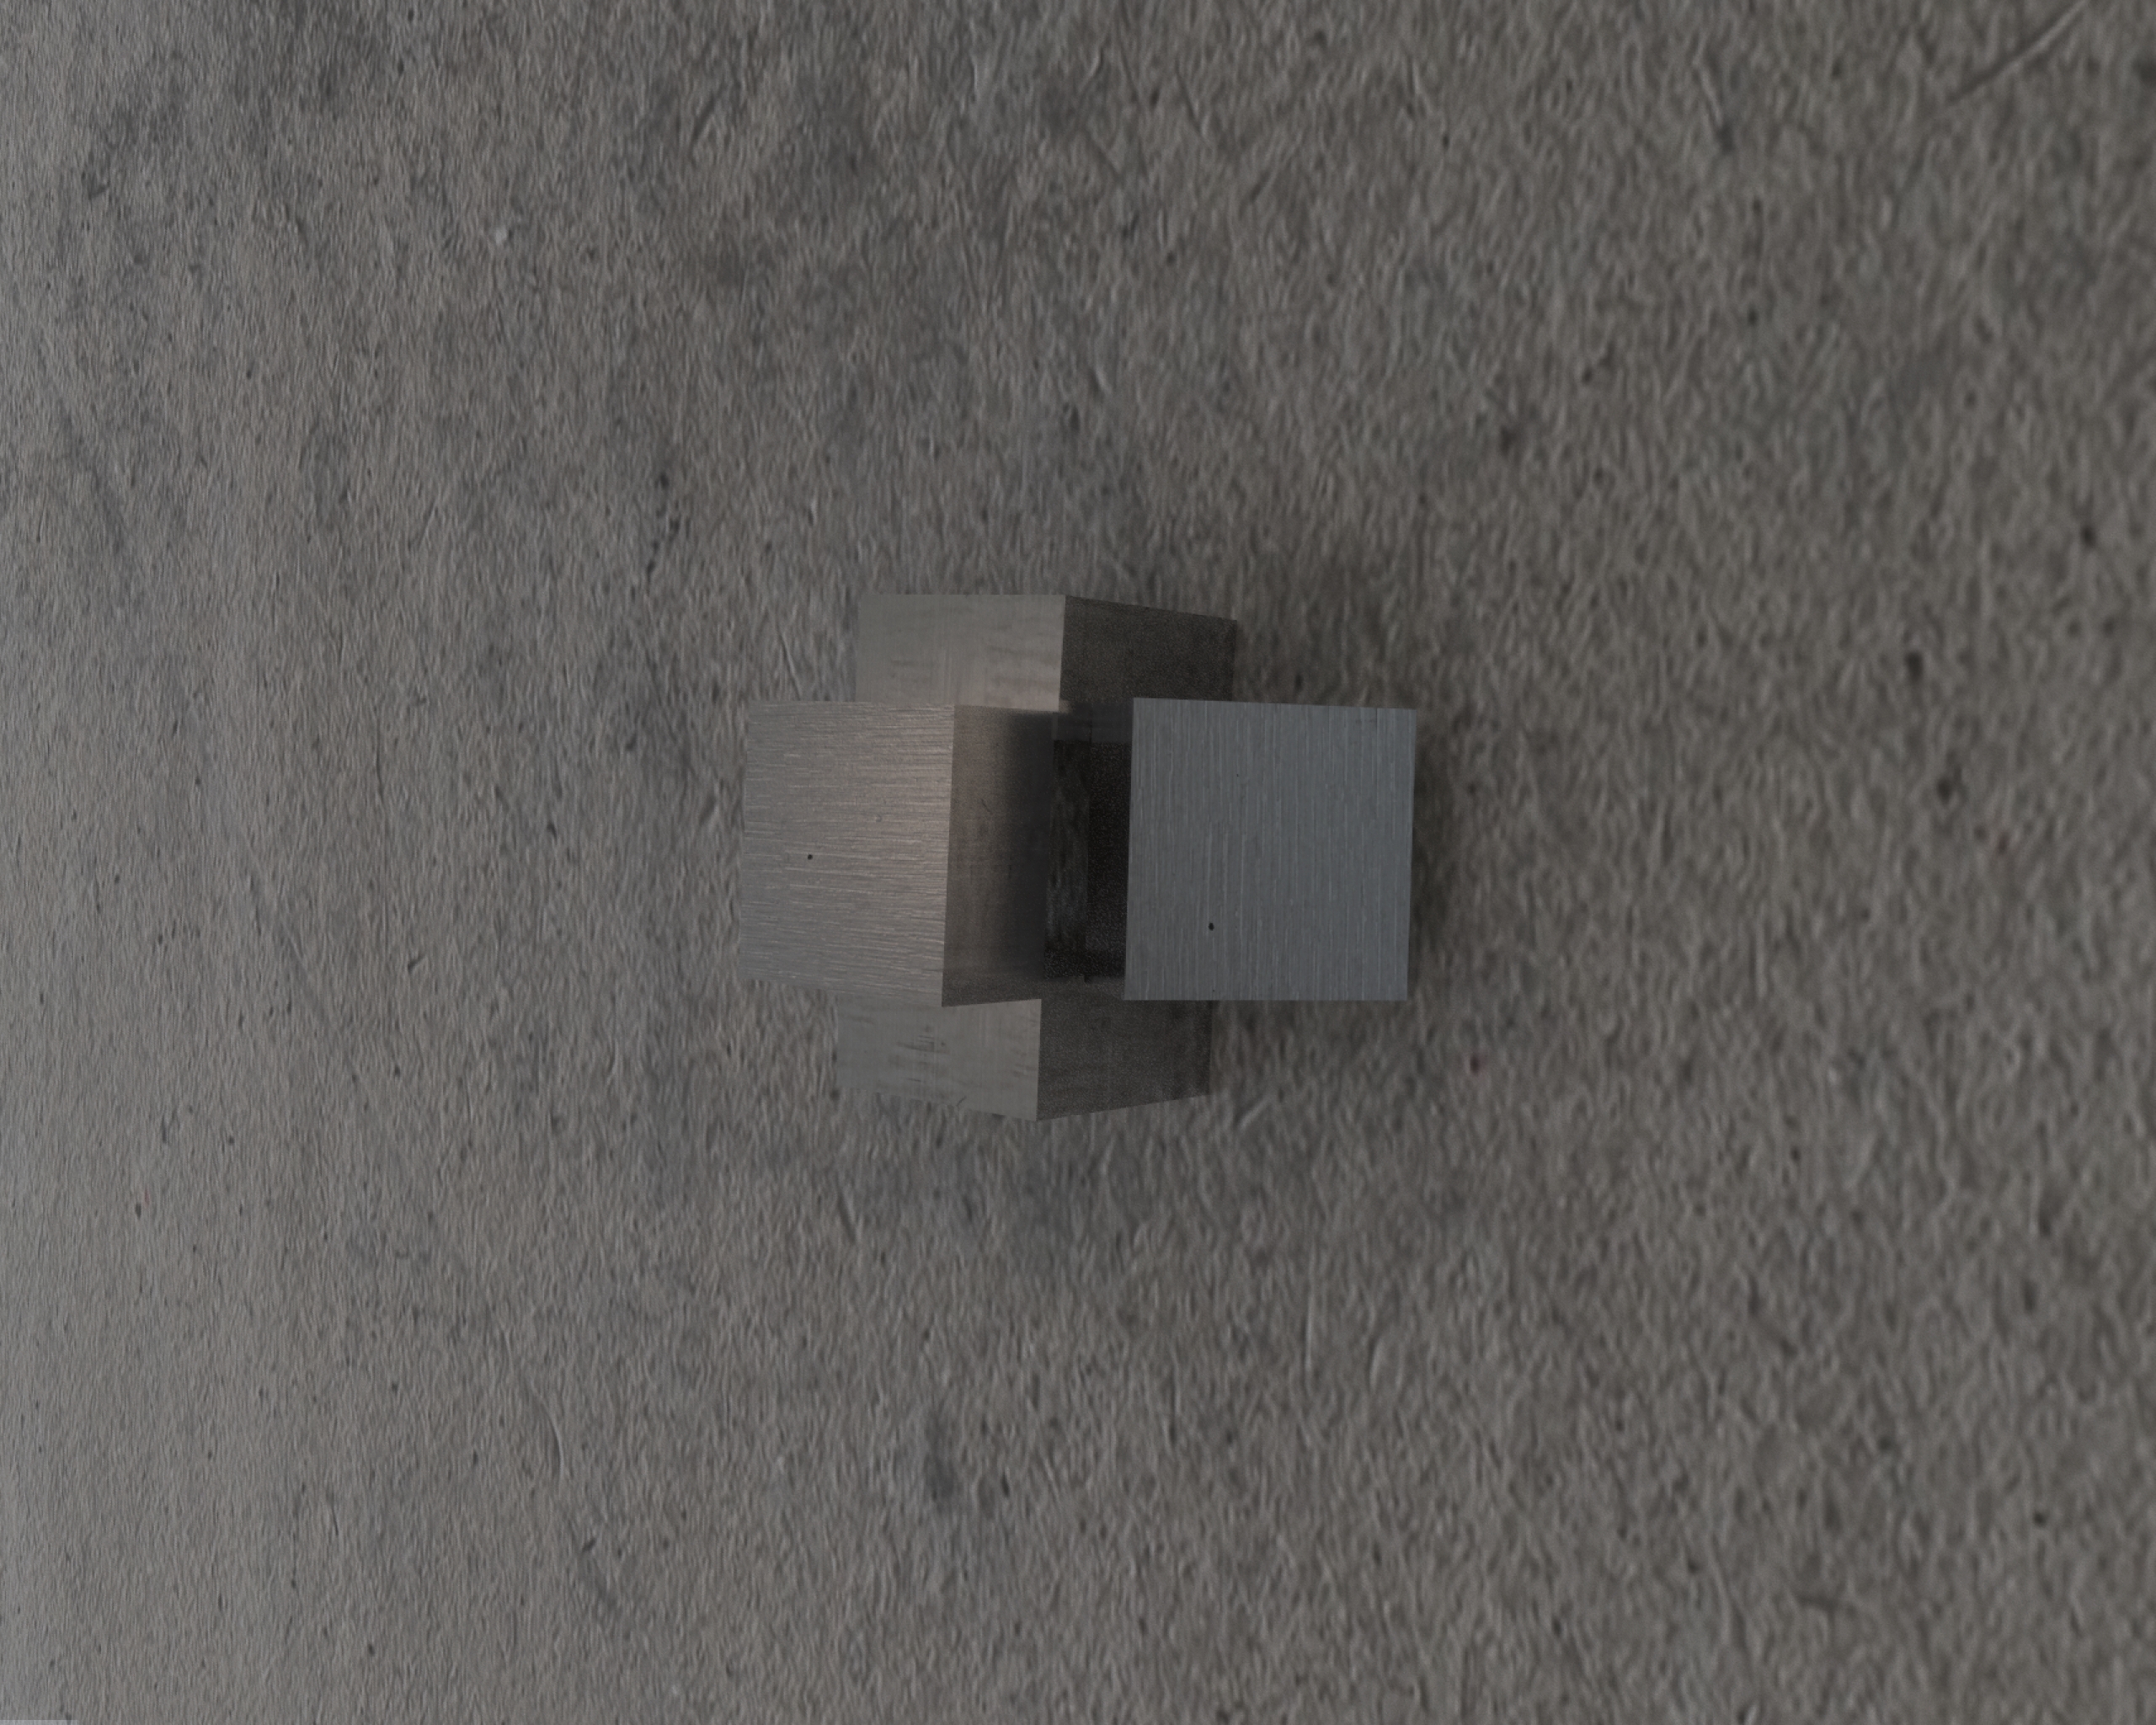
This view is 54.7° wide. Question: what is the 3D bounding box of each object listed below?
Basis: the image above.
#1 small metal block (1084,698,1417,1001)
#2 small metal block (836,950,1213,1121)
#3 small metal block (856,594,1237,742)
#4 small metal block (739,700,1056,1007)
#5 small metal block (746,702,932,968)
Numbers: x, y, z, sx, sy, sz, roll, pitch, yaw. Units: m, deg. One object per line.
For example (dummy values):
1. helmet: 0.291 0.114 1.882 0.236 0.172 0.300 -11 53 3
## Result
1. small metal block: 0.029 -0.002 0.361 0.025 0.050 0.050 -173 84 -74
2. small metal block: -0.010 0.031 0.397 0.050 0.050 0.025 4 93 40
3. small metal block: -0.006 -0.036 0.394 0.050 0.050 0.025 6 94 40
4. small metal block: -0.032 -0.003 0.366 0.050 0.025 0.050 5 93 40
5. small metal block: -0.048 -0.007 0.425 0.025 0.050 0.050 4 93 5
